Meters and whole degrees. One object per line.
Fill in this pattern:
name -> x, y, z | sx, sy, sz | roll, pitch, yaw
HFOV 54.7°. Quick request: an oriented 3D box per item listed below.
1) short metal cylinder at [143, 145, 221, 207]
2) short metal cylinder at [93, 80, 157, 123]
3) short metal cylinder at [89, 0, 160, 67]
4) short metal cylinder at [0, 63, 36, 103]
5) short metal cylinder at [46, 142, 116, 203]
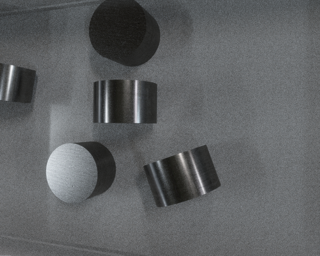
short metal cylinder -> 0.026, 0.057, 0.372 | 0.080, 0.080, 0.050 | -21, 83, 18
short metal cylinder -> -0.044, -0.031, 0.396 | 0.080, 0.080, 0.050 | 1, 90, 19
short metal cylinder -> -0.046, -0.126, 0.412 | 0.080, 0.050, 0.079 | 0, 90, 19
short metal cylinder -> -0.232, -0.069, 0.461 | 0.080, 0.080, 0.050 | 12, 94, 19
short metal cylinder -> -0.110, 0.060, 0.434 | 0.080, 0.050, 0.079 | 0, 90, 19
